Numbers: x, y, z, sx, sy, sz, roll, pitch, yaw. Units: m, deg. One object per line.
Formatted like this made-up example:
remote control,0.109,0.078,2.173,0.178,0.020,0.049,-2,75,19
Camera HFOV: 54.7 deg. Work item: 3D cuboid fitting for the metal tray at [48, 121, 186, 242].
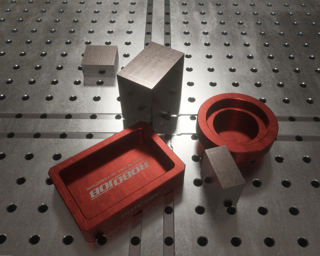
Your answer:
metal tray,-0.047,0.055,0.357,0.131,0.030,0.090,-29,56,-23

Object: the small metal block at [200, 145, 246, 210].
small metal block,0.068,0.056,0.346,0.025,0.050,0.050,-13,52,-10

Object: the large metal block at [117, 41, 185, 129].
large metal block,-0.010,-0.056,0.419,0.050,0.080,0.080,25,54,19

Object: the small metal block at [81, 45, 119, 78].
small metal block,-0.095,-0.107,0.497,0.050,0.025,0.050,1,50,0

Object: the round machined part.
round machined part,0.095,0.004,0.395,0.099,0.042,0.098,1,50,0
